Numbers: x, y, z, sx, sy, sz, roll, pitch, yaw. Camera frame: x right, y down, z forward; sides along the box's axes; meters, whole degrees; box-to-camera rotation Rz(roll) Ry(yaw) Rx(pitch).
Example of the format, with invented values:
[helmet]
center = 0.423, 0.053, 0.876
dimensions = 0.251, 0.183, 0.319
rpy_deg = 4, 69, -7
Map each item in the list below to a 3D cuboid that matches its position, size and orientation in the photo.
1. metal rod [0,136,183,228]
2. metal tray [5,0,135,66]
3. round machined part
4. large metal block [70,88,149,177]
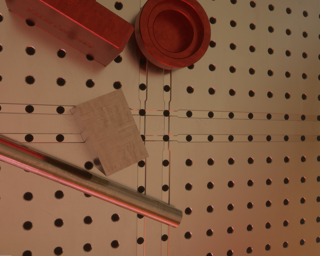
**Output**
[metal rod]
center = -0.104, 0.060, 0.374
dimensions = 0.301, 0.025, 0.025
rpy_deg = 27, 81, -19
[metal tray]
center = -0.101, -0.122, 0.340
dimensions = 0.131, 0.090, 0.030
rpy_deg = 29, 81, -18
[round machined part]
center = 0.014, -0.125, 0.410
dimensions = 0.099, 0.042, 0.097
rpy_deg = 0, 90, -21
[large metal block]
center = -0.062, 0.004, 0.361
dimensions = 0.050, 0.080, 0.080
rpy_deg = -24, 99, -19
